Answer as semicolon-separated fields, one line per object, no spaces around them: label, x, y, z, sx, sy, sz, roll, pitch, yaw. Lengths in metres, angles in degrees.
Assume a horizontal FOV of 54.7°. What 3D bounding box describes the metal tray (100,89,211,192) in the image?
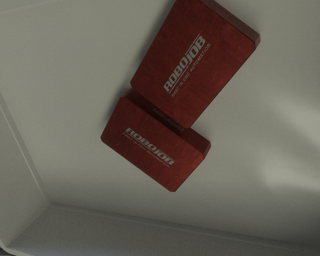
metal tray;-0.009;0.019;0.420;0.130;0.030;0.089;36;129;3

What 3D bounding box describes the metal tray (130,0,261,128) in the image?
metal tray;0.033;-0.072;0.343;0.090;0.030;0.129;38;129;2
